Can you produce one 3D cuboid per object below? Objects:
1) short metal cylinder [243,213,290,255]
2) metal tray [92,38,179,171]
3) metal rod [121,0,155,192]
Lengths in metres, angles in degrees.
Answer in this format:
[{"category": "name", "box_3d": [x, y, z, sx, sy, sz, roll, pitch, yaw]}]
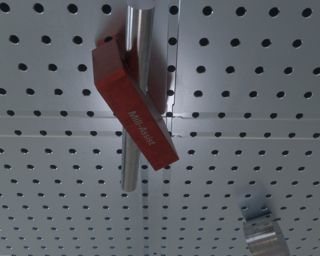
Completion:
[{"category": "short metal cylinder", "box_3d": [0.188, 0.197, 0.546, 0.050, 0.080, 0.080, -26, 126, 20]}, {"category": "metal tray", "box_3d": [-0.027, -0.025, 0.344, 0.030, 0.090, 0.130, -27, 126, 6]}, {"category": "metal rod", "box_3d": [-0.033, -0.009, 0.379, 0.025, 0.025, 0.298, 5, 138, -4]}]
